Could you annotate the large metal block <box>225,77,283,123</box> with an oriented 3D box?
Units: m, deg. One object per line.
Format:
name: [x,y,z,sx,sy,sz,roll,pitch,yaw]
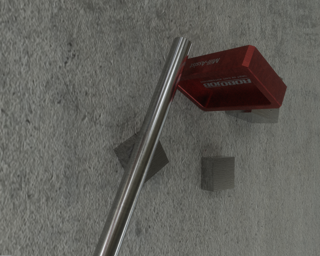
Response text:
large metal block: [0.161,-0.055,0.527,0.081,0.050,0.080,15,80,-39]

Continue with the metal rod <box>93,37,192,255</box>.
metal rod: [-0.019,0.026,0.358,0.025,0.025,0.299,31,70,-36]

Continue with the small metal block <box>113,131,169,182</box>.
small metal block: [-0.022,0.035,0.388,0.050,0.025,0.050,-37,113,-34]

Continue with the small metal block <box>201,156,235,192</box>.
small metal block: [0.091,0.070,0.484,0.050,0.025,0.050,1,89,-40]

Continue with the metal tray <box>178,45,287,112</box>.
metal tray: [0.085,-0.059,0.410,0.090,0.130,0.030,36,68,-35]
